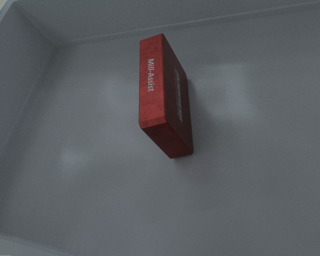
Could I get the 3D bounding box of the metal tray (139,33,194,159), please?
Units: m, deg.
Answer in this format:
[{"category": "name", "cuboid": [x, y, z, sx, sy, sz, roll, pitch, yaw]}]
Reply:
[{"category": "metal tray", "cuboid": [0.008, -0.039, 0.381, 0.030, 0.090, 0.130, -14, 56, 19]}]
